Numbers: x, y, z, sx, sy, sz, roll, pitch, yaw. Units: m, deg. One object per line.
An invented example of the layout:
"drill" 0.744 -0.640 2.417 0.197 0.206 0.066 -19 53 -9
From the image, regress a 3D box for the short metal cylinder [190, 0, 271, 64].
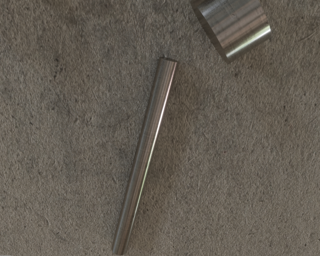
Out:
"short metal cylinder" 0.076 -0.117 0.338 0.050 0.080 0.080 -32 107 11

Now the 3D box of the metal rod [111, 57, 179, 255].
"metal rod" -0.026 0.052 0.428 0.025 0.025 0.298 13 110 -5
